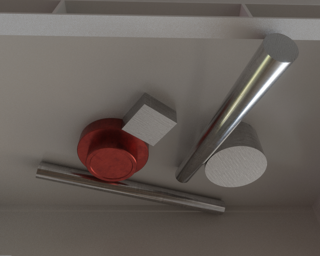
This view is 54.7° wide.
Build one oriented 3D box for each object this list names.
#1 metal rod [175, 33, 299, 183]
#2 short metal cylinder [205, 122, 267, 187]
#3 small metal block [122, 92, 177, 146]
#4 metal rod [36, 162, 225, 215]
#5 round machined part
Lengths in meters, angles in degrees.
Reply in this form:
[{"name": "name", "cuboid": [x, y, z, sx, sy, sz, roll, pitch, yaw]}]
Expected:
[{"name": "metal rod", "cuboid": [0.058, 0.009, 0.340, 0.025, 0.025, 0.299, 7, 154, -6]}, {"name": "short metal cylinder", "cuboid": [0.099, 0.036, 0.425, 0.081, 0.050, 0.079, 0, 130, 0]}, {"name": "small metal block", "cuboid": [-0.014, -0.010, 0.400, 0.050, 0.025, 0.050, 30, 124, -24]}, {"name": "metal rod", "cuboid": [-0.038, 0.099, 0.492, 0.302, 0.025, 0.025, 15, 129, -13]}, {"name": "round machined part", "cuboid": [-0.065, 0.037, 0.429, 0.099, 0.042, 0.097, -1, 130, 0]}]
